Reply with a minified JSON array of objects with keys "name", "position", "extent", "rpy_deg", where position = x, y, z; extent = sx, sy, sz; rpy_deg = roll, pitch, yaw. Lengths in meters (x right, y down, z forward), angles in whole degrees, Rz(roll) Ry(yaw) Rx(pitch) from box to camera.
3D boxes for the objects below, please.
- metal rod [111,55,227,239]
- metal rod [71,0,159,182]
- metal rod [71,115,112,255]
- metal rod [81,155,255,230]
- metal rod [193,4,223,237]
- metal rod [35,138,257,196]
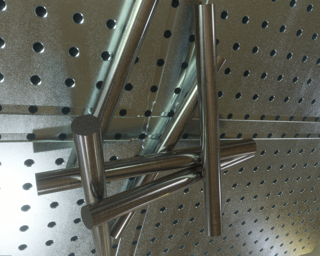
[{"name":"metal rod","position":[0.003,0.033,0.432],"extent":[0.025,0.025,0.299],"rpy_deg":[19,108,-35]},{"name":"metal rod","position":[-0.047,-0.061,0.347],"extent":[0.025,0.025,0.298],"rpy_deg":[12,112,-33]},{"name":"metal rod","position":[-0.076,0.097,0.376],"extent":[0.025,0.025,0.298],"rpy_deg":[-16,141,-19]},{"name":"metal rod","position":[0.036,0.067,0.418],"extent":[0.302,0.025,0.025],"rpy_deg":[-13,126,-41]},{"name":"metal rod","position":[0.063,0.003,0.395],"extent":[0.025,0.025,0.298],"rpy_deg":[-12,108,-22]},{"name":"metal rod","position":[0.000,0.045,0.404],"extent":[0.302,0.025,0.025],"rpy_deg":[-7,122,-24]}]
